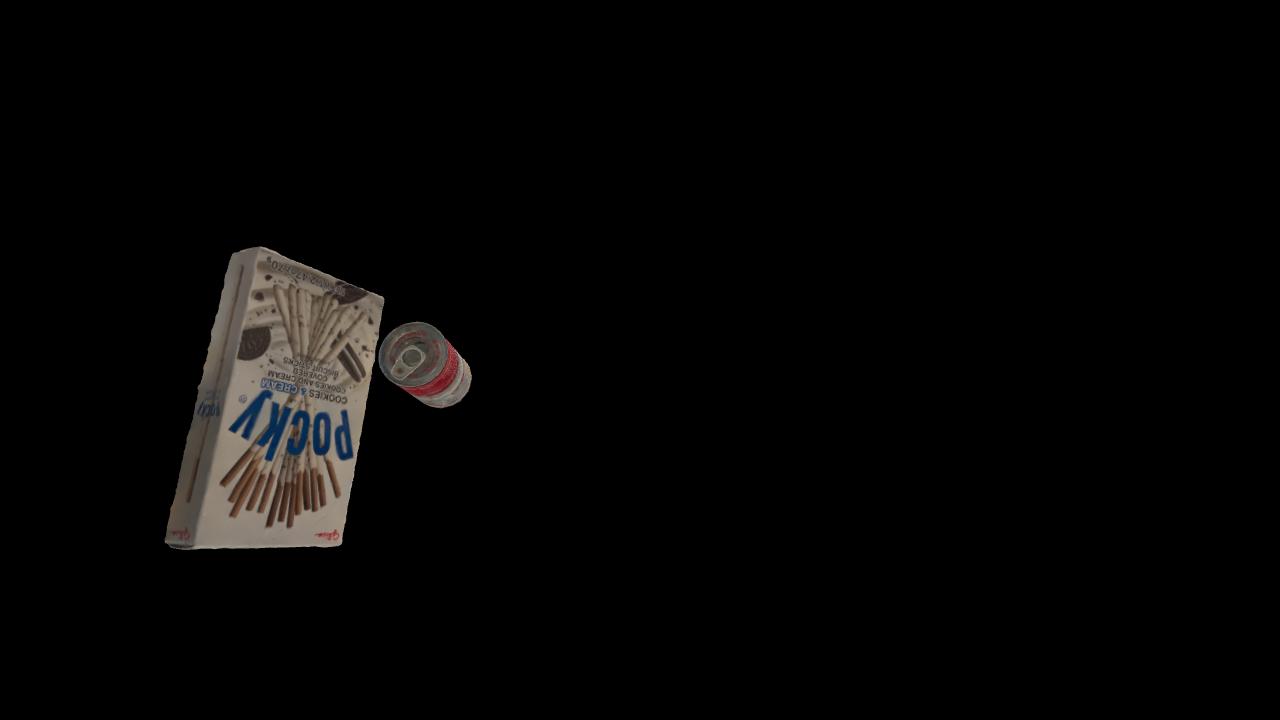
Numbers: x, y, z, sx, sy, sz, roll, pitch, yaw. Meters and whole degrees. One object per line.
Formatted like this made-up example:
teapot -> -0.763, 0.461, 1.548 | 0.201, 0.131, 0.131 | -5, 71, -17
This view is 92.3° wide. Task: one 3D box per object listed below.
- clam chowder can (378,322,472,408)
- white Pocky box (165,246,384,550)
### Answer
clam chowder can -> -0.222, 0.009, 0.648 | 0.068, 0.068, 0.102 | 0, -17, 0
white Pocky box -> -0.195, 0.024, 0.341 | 0.028, 0.154, 0.084 | -4, -16, 26
